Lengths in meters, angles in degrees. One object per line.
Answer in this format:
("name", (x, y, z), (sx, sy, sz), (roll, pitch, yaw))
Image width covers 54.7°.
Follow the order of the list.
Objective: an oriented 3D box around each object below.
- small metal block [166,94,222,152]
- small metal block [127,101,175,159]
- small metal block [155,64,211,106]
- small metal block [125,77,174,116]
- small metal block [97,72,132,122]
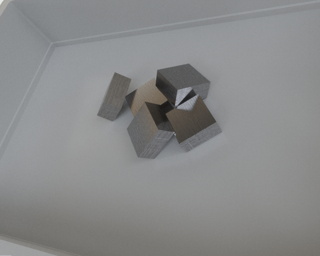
("small metal block", (0.041, -0.006, 0.385), (0.050, 0.025, 0.050), (-31, 52, 7))
("small metal block", (-0.013, 0.003, 0.392), (0.050, 0.025, 0.050), (-54, 44, 31))
("small metal block", (0.029, -0.058, 0.408), (0.050, 0.025, 0.050), (-17, 46, -26))
("small metal block", (-0.015, -0.034, 0.431), (0.050, 0.025, 0.050), (-33, 52, 6))
("small metal block", (-0.067, -0.044, 0.446), (0.050, 0.025, 0.050), (138, 151, -61))
